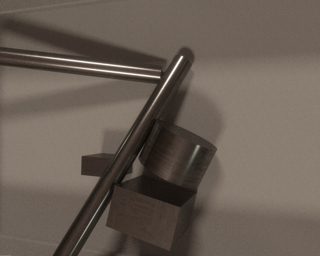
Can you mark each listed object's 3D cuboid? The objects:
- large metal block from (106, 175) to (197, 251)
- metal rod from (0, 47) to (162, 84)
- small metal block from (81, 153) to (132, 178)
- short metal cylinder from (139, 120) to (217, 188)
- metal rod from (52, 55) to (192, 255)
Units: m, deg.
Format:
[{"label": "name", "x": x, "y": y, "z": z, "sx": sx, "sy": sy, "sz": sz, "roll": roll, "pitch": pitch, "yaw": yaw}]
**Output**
[{"label": "large metal block", "x": -0.007, "y": 0.099, "z": 0.383, "sx": 0.080, "sy": 0.080, "sz": 0.050, "roll": 14, "pitch": 95, "yaw": 19}, {"label": "metal rod", "x": -0.148, "y": -0.089, "z": 0.419, "sx": 0.302, "sy": 0.025, "sz": 0.025, "roll": 7, "pitch": 93, "yaw": 3}, {"label": "small metal block", "x": -0.071, "y": 0.050, "z": 0.421, "sx": 0.050, "sy": 0.050, "sz": 0.025, "roll": 2, "pitch": 91, "yaw": 19}, {"label": "short metal cylinder", "x": 0.021, "y": 0.030, "z": 0.373, "sx": 0.080, "sy": 0.080, "sz": 0.050, "roll": 28, "pitch": 99, "yaw": 17}, {"label": "metal rod", "x": -0.046, "y": 0.040, "z": 0.378, "sx": 0.025, "sy": 0.025, "sz": 0.300, "roll": 28, "pitch": 81, "yaw": 17}]
